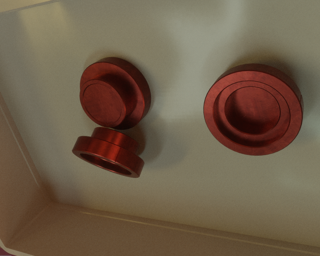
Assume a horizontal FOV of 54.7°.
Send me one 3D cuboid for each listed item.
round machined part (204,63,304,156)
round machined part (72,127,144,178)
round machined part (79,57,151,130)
[{"bbox_3d":[0.100,-0.022,0.331,0.098,0.042,0.097,13,124,20],"label":"round machined part"},{"bbox_3d":[-0.067,0.032,0.431,0.098,0.042,0.098,18,161,7],"label":"round machined part"},{"bbox_3d":[-0.065,-0.039,0.406,0.098,0.042,0.097,13,124,20],"label":"round machined part"}]
